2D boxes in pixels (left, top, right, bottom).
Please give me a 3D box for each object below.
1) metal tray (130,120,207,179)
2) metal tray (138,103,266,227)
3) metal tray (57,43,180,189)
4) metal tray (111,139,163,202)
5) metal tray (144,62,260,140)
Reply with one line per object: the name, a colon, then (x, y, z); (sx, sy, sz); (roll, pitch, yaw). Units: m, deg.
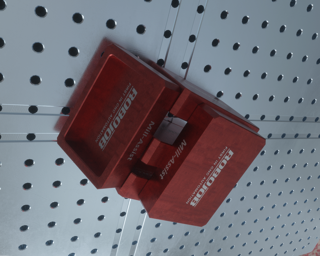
metal tray: (0.018, 0.022, 0.391); (0.131, 0.090, 0.030); (21, 106, -37)
metal tray: (0.047, 0.046, 0.344); (0.090, 0.030, 0.129); (23, 106, -36)
metal tray: (-0.049, -0.012, 0.331); (0.030, 0.090, 0.129); (12, 114, -57)
metal tray: (-0.007, 0.060, 0.401); (0.131, 0.090, 0.030); (23, 106, -37)
metal tray: (0.050, -0.027, 0.378); (0.131, 0.090, 0.030); (22, 107, -36)
